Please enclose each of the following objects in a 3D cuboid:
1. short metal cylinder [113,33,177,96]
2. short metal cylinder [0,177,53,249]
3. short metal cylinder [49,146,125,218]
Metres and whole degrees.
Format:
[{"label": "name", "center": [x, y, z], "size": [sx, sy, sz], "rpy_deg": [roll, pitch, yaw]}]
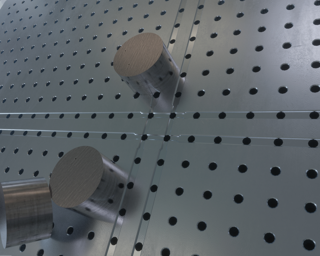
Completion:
[{"label": "short metal cylinder", "center": [-0.022, -0.094, 0.461], "size": [0.080, 0.050, 0.080], "rpy_deg": [-13, 56, 21]}, {"label": "short metal cylinder", "center": [-0.172, 0.105, 0.392], "size": [0.080, 0.050, 0.079], "rpy_deg": [6, 97, 56]}, {"label": "short metal cylinder", "center": [-0.093, 0.070, 0.398], "size": [0.080, 0.050, 0.080], "rpy_deg": [-13, 56, 21]}]
